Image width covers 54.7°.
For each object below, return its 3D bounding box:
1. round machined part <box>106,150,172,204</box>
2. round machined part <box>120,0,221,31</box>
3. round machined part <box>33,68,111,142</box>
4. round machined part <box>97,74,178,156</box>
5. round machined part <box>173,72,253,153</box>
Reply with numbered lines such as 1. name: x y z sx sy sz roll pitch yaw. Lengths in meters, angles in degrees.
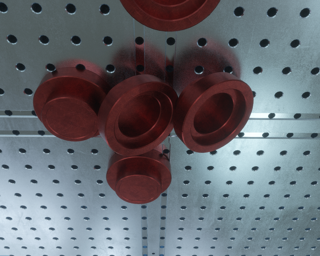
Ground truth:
1. round machined part: -0.032 0.078 0.467 0.099 0.042 0.097 -1 130 0
2. round machined part: 0.009 -0.142 0.280 0.099 0.042 0.097 -1 130 0
3. round machined part: -0.106 -0.021 0.381 0.099 0.042 0.097 -1 130 0
4. round machined part: -0.029 -0.019 0.366 0.099 0.042 0.097 -22 133 -26
5. round machined part: 0.058 -0.022 0.366 0.099 0.042 0.097 -18 131 -21
